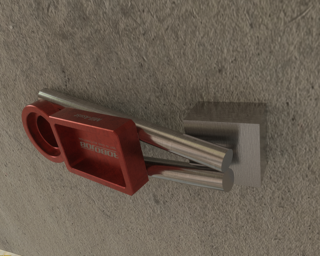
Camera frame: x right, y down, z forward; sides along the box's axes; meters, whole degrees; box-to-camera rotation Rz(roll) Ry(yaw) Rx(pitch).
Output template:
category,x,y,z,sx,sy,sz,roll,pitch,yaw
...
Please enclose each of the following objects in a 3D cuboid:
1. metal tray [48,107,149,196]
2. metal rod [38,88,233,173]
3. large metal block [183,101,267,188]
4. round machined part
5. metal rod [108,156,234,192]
category,x,y,z,sx,sy,sz,roll,pitch,yaw
metal tray,-0.080,0.026,0.395,0.130,0.030,0.089,11,124,37
metal rod,-0.053,-0.008,0.388,0.300,0.025,0.025,19,127,32
large metal block,0.078,0.017,0.358,0.080,0.050,0.079,4,120,26
round machined part,-0.161,0.001,0.473,0.098,0.042,0.097,21,129,28
metal rod,-0.043,0.047,0.417,0.300,0.025,0.025,3,121,41
